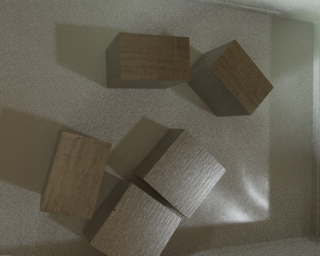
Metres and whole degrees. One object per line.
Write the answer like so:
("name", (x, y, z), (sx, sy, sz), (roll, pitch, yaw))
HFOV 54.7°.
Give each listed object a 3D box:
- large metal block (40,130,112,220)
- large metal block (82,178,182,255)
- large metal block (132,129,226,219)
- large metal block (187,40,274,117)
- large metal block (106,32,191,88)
("large metal block", (-0.096, 0.048, 0.346), (0.050, 0.080, 0.080), (16, 85, -20))
("large metal block", (-0.034, 0.121, 0.383), (0.080, 0.050, 0.080), (40, 73, -16))
("large metal block", (0.025, 0.057, 0.408), (0.080, 0.050, 0.080), (44, 76, -15))
("large metal block", (0.088, -0.062, 0.415), (0.080, 0.080, 0.050), (46, 76, -15))
("large metal block", (-0.018, -0.077, 0.376), (0.081, 0.080, 0.050), (-2, 91, -20))
